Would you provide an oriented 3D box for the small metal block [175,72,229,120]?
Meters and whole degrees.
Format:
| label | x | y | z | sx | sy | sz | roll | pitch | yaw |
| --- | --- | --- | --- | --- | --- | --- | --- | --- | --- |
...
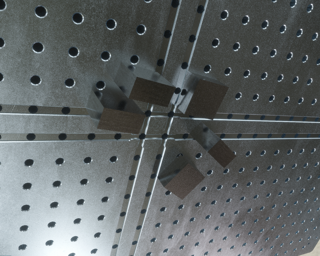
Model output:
| label | x | y | z | sx | sy | sz | roll | pitch | yaw |
| --- | --- | --- | --- | --- | --- | --- | --- | --- | --- |
| small metal block | 0.056 | -0.042 | 0.415 | 0.050 | 0.025 | 0.050 | 10 | 114 | -33 |

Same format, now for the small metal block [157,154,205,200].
| label | x | y | z | sx | sy | sz | roll | pitch | yaw |
| --- | --- | --- | --- | --- | --- | --- | --- | --- | --- |
| small metal block | 0.033 | 0.076 | 0.475 | 0.050 | 0.025 | 0.050 | -45 | 129 | 3 |

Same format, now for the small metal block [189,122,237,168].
| label | x | y | z | sx | sy | sz | roll | pitch | yaw |
| --- | --- | --- | --- | --- | --- | --- | --- | --- | --- |
| small metal block | 0.077 | 0.024 | 0.451 | 0.025 | 0.050 | 0.050 | -45 | 129 | 3 |

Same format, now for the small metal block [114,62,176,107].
| label | x | y | z | sx | sy | sz | roll | pitch | yaw |
| --- | --- | --- | --- | --- | --- | --- | --- | --- | --- |
| small metal block | -0.018 | -0.050 | 0.354 | 0.050 | 0.050 | 0.025 | 10 | 113 | -33 |

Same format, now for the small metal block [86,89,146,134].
| label | x | y | z | sx | sy | sz | roll | pitch | yaw |
| --- | --- | --- | --- | --- | --- | --- | --- | --- | --- |
| small metal block | -0.051 | -0.019 | 0.355 | 0.050 | 0.050 | 0.025 | 9 | 114 | -32 |
